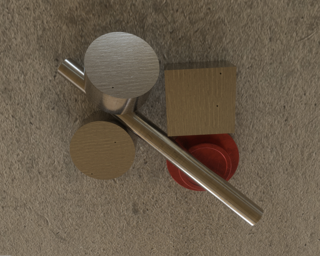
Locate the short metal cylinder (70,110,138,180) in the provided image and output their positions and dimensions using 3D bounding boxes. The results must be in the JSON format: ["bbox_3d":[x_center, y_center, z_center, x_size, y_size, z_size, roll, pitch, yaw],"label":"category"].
[{"bbox_3d":[-0.071,0.020,0.405,0.081,0.050,0.079,0,110,0],"label":"short metal cylinder"}]

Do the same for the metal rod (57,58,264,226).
[{"bbox_3d":[0.000,0.016,0.381,0.300,0.025,0.025,38,106,0],"label":"metal rod"}]

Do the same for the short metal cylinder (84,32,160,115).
[{"bbox_3d":[-0.046,-0.061,0.355,0.081,0.050,0.080,4,72,-13],"label":"short metal cylinder"}]

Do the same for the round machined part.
[{"bbox_3d":[0.058,0.044,0.418,0.099,0.042,0.097,0,110,0],"label":"round machined part"}]

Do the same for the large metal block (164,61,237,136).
[{"bbox_3d":[0.047,-0.038,0.382,0.080,0.050,0.079,-3,110,1],"label":"large metal block"}]
